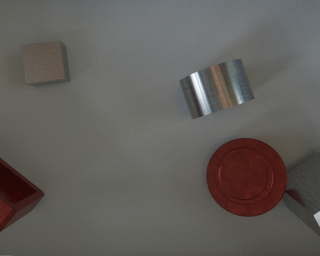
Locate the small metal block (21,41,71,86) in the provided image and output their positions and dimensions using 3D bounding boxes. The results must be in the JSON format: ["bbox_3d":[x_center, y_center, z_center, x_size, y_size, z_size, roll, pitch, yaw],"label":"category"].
[{"bbox_3d":[-0.150,-0.085,0.409,0.050,0.025,0.050,-7,90,-1],"label":"small metal block"}]

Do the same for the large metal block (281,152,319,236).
[{"bbox_3d":[0.205,0.081,0.381,0.080,0.080,0.050,-34,110,0],"label":"large metal block"}]

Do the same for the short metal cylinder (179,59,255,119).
[{"bbox_3d":[0.070,-0.047,0.385,0.080,0.080,0.050,-19,90,0],"label":"short metal cylinder"}]

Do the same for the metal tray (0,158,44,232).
[{"bbox_3d":[-0.215,0.061,0.376,0.130,0.090,0.030,39,90,-1],"label":"metal tray"}]

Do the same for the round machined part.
[{"bbox_3d":[0.106,0.060,0.387,0.098,0.042,0.098,-4,78,20],"label":"round machined part"}]
